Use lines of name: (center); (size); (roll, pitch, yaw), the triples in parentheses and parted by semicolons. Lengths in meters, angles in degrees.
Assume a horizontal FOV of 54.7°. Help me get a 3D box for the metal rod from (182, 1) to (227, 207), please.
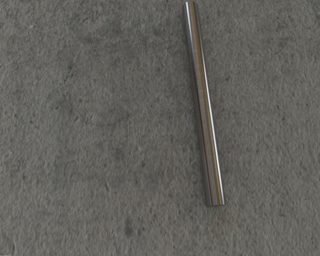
metal rod: (0.057, -0.046, 0.425); (0.025, 0.025, 0.299); (-4, 70, -2)
